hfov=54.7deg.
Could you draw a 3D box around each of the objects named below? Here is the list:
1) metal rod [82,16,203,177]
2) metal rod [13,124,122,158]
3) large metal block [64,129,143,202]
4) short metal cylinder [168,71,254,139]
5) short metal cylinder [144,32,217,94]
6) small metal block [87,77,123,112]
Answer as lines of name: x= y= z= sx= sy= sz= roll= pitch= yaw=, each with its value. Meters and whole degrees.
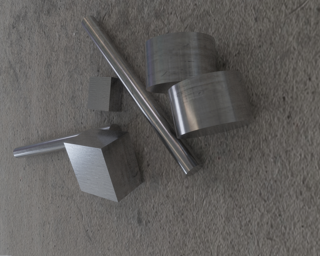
metal rod: x=-0.037 y=-0.060 z=0.435 sx=0.025 sy=0.025 sz=0.299 roll=-50 pitch=61 yaw=28
metal rod: x=-0.180 y=0.029 z=0.553 sx=0.300 sy=0.025 sz=0.025 roll=-11 pitch=83 yaw=39
large metal block: x=-0.079 y=0.049 z=0.436 sx=0.080 sy=0.050 sz=0.080 roll=5 pitch=117 yaw=40
short metal cylinder: x=0.052 y=-0.022 z=0.326 sx=0.080 sy=0.081 sz=0.050 roll=-18 pitch=79 yaw=38
short metal cylinder: x=0.023 y=-0.070 z=0.350 sx=0.080 sy=0.081 sz=0.050 roll=-5 pitch=87 yaw=40
small metal block: x=-0.084 y=-0.052 z=0.474 sx=0.050 sy=0.025 sz=0.050 roll=9 pitch=96 yaw=39
